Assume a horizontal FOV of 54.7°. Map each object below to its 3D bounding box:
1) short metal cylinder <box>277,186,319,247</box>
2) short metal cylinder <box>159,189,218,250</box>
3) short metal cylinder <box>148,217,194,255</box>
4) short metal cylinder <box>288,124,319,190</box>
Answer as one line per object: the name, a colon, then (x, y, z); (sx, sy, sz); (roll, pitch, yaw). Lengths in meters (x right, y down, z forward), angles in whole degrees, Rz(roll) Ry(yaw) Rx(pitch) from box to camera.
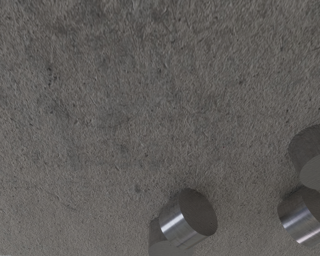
short metal cylinder: (0.236, 0.140, 0.492); (0.080, 0.080, 0.050); (25, 126, -20)
short metal cylinder: (0.045, 0.145, 0.494); (0.080, 0.080, 0.050); (30, 124, -23)
short metal cylinder: (0.019, 0.202, 0.563); (0.081, 0.050, 0.079); (0, 130, 0)
short metal cylinder: (0.226, 0.040, 0.427); (0.081, 0.050, 0.079); (0, 130, 0)
